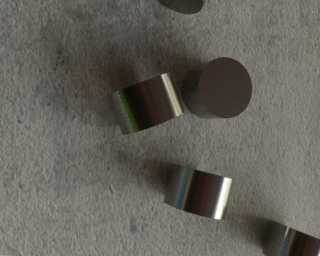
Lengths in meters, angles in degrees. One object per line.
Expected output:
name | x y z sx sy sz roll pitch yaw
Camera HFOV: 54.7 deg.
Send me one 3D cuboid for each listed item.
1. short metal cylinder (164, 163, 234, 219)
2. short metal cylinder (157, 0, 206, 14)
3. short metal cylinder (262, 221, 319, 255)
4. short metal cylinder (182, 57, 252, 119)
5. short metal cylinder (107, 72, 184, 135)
short metal cylinder | 0.050 0.080 0.400 0.081 0.080 0.050 17 85 -20
short metal cylinder | 0.029 -0.191 0.391 0.080 0.080 0.050 30 80 -18
short metal cylinder | 0.199 0.176 0.456 0.080 0.080 0.050 24 82 -19
short metal cylinder | 0.078 -0.053 0.426 0.081 0.050 0.079 0 90 -21
short metal cylinder | -0.017 -0.030 0.374 0.081 0.080 0.050 -23 98 -19
